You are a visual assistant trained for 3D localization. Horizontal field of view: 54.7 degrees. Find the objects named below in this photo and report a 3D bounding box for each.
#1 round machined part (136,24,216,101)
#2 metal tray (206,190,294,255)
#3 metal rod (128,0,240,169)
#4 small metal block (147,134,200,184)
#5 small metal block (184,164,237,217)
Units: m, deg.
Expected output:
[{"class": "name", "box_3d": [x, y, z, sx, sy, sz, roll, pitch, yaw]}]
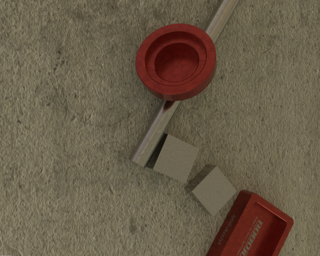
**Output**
[{"class": "round machined part", "box_3d": [0.022, -0.079, 0.392, 0.098, 0.042, 0.098, -4, 71, 11]}, {"class": "metal tray", "box_3d": [0.131, 0.170, 0.456, 0.090, 0.030, 0.130, 35, 79, -17]}, {"class": "metal rod", "box_3d": [0.043, -0.082, 0.426, 0.025, 0.025, 0.300, 33, 79, -18]}, {"class": "small metal block", "box_3d": [0.018, 0.040, 0.417, 0.050, 0.025, 0.050, 26, 81, -19]}, {"class": "small metal block", "box_3d": [0.071, 0.087, 0.437, 0.050, 0.025, 0.050, -43, 104, -15]}]
